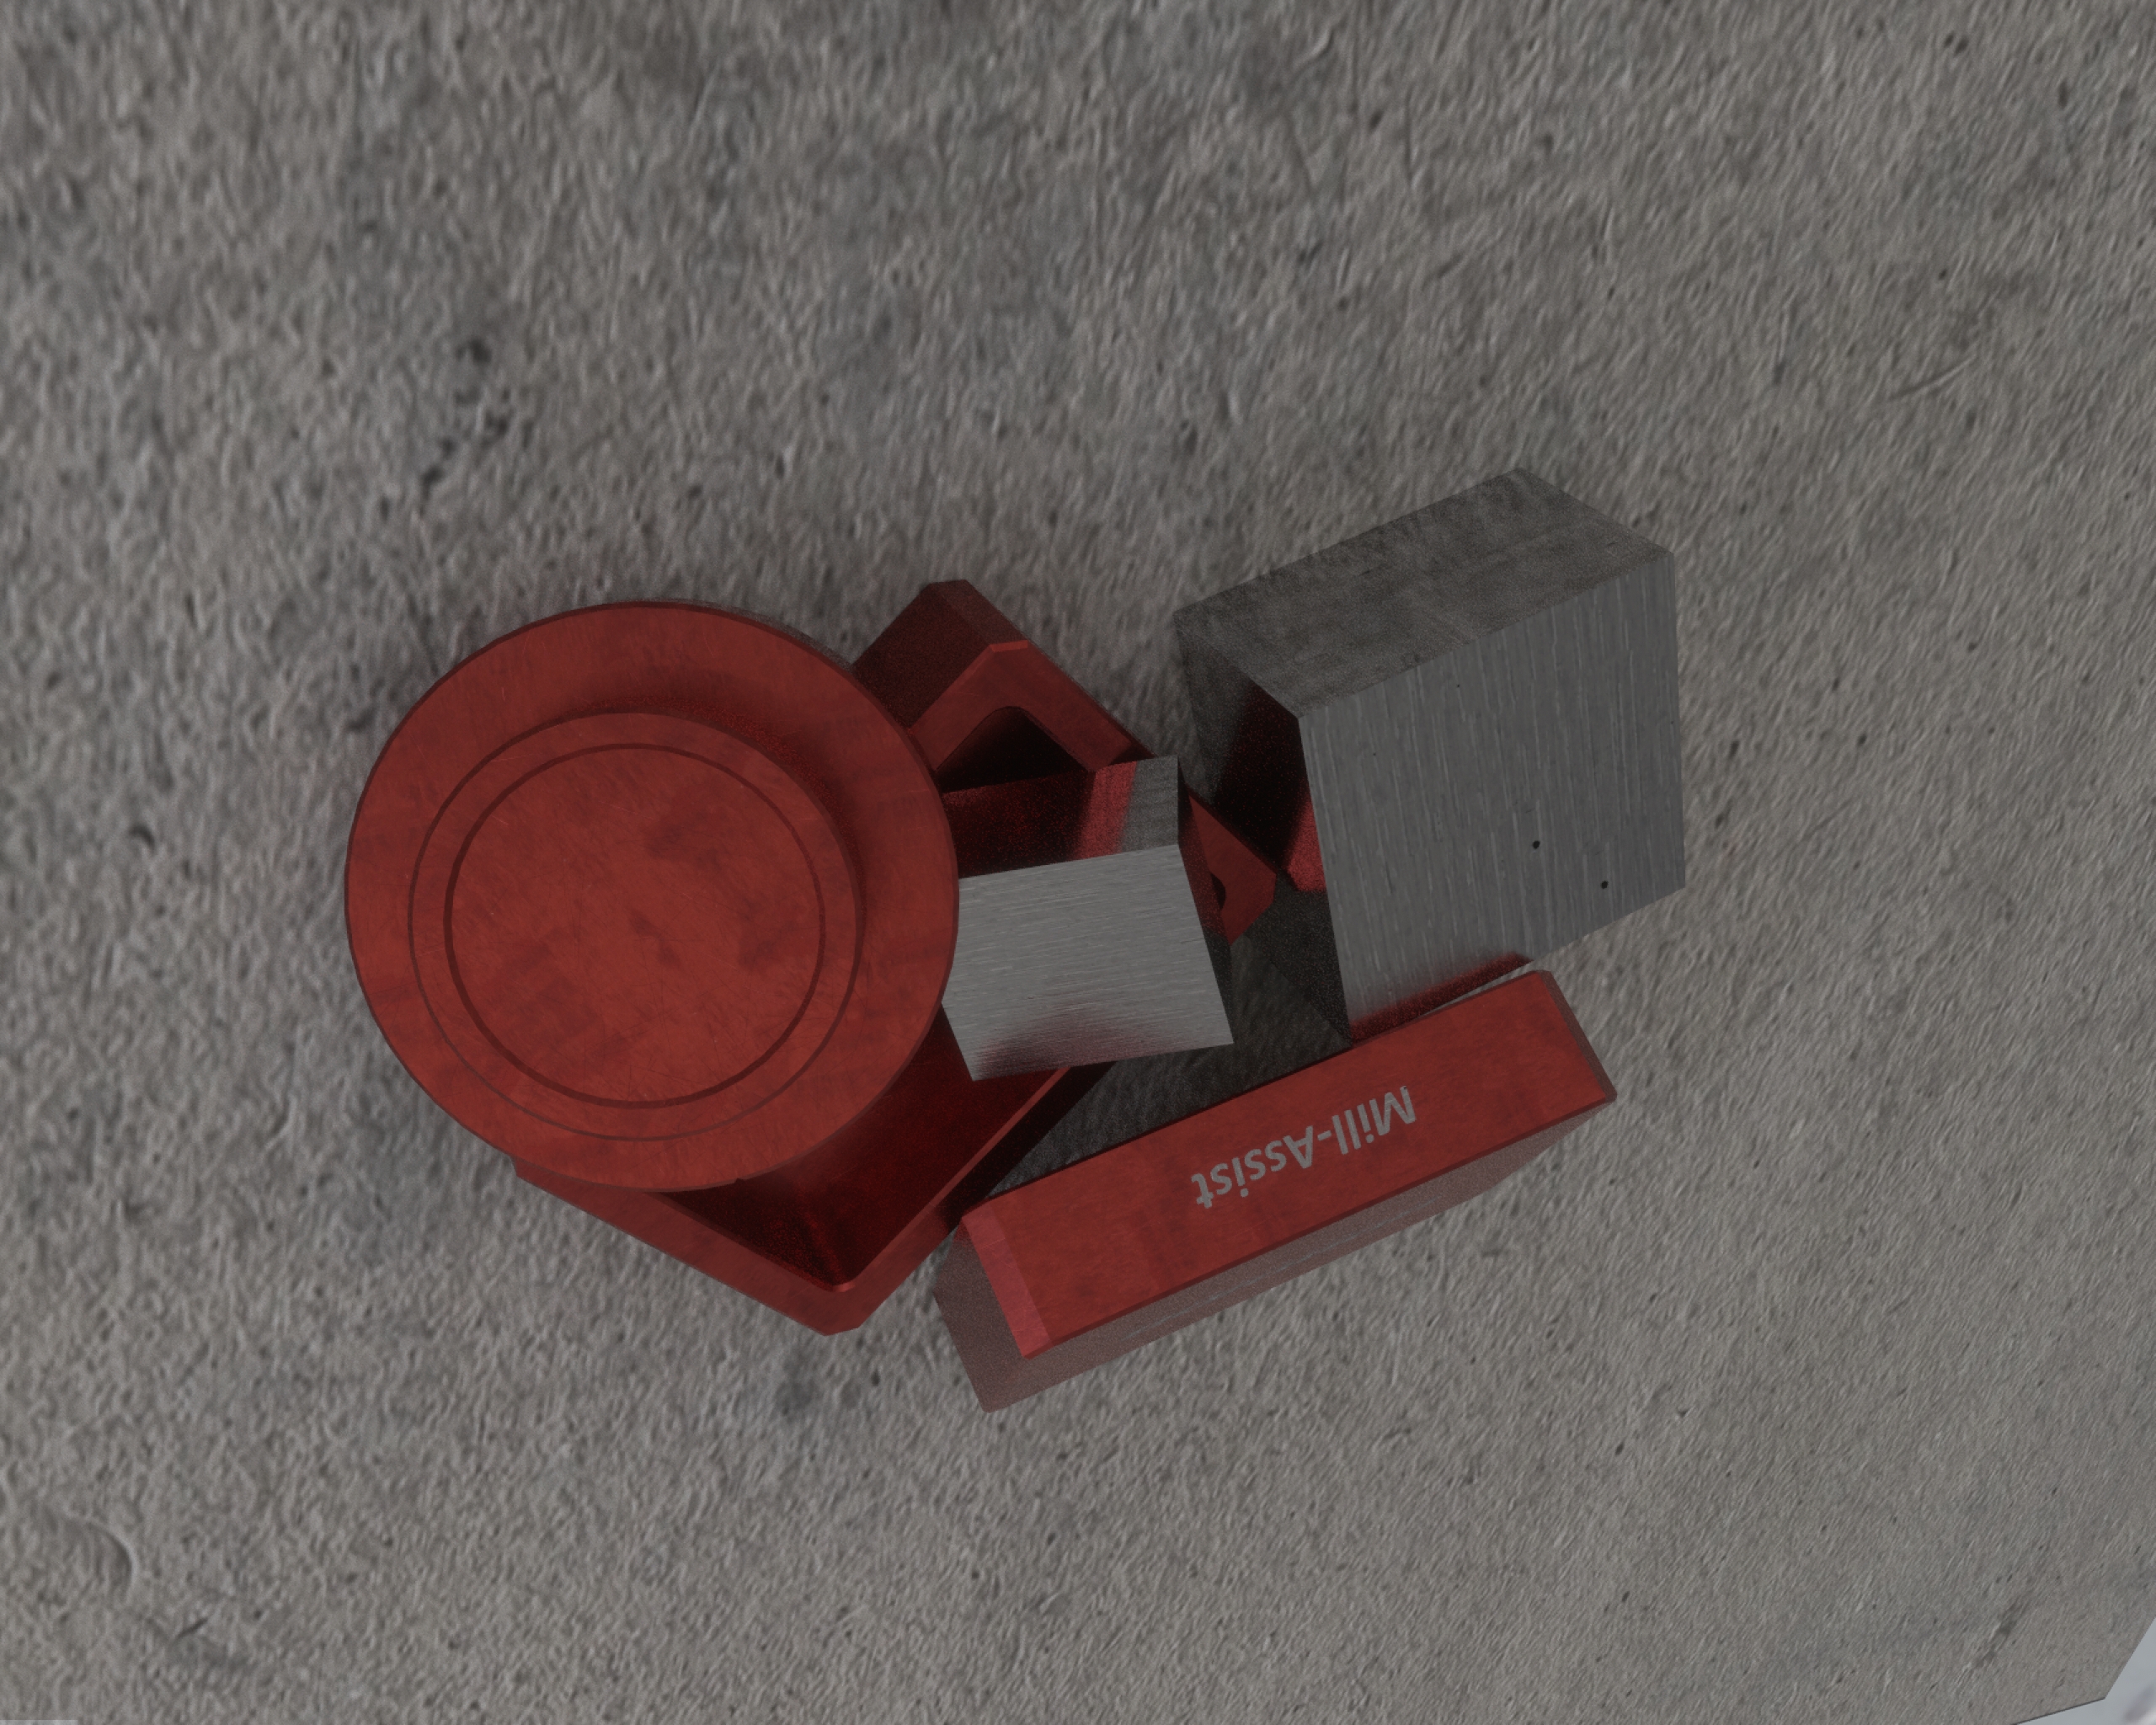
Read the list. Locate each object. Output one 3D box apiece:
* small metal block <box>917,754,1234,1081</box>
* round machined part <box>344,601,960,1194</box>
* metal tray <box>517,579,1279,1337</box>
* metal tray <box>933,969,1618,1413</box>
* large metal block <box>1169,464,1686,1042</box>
[{"bbox_3d":[-0.001,0.011,0.385,0.050,0.025,0.050,-9,130,10],"label":"small metal block"},{"bbox_3d":[-0.068,0.007,0.337,0.099,0.042,0.097,-1,99,-4],"label":"round machined part"},{"bbox_3d":[-0.035,0.022,0.398,0.130,0.030,0.090,-46,129,4],"label":"metal tray"},{"bbox_3d":[0.038,0.071,0.440,0.131,0.030,0.090,-21,163,-16],"label":"metal tray"},{"bbox_3d":[0.072,-0.022,0.418,0.081,0.050,0.080,-24,127,-14],"label":"large metal block"}]
